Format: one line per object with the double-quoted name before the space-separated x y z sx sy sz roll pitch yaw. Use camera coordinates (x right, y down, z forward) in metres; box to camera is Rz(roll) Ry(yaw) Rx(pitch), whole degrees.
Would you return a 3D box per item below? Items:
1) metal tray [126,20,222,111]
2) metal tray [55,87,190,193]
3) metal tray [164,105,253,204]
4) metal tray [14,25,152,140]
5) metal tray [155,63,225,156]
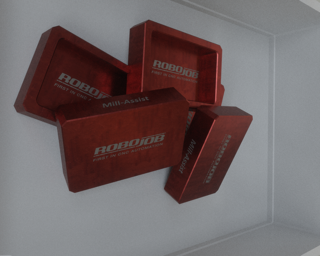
"metal tray" 0.023 -0.069 0.382 0.131 0.030 0.089 5 87 -40
"metal tray" -0.037 0.011 0.328 0.131 0.030 0.089 -12 128 -24
"metal tray" 0.066 0.035 0.417 0.091 0.030 0.129 -2 120 -46
"metal tray" -0.075 -0.037 0.338 0.131 0.030 0.090 25 74 -38
"metal tray" 0.041 -0.016 0.437 0.090 0.030 0.130 25 74 -38
